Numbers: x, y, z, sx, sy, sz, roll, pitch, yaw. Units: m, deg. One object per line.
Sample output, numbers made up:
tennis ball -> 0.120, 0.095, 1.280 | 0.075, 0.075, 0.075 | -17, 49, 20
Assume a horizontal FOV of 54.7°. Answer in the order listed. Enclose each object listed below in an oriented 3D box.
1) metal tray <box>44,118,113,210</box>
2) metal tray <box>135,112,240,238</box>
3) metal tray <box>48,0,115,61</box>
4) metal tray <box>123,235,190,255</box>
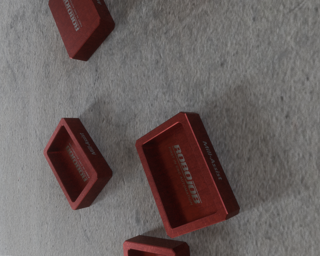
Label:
metal tray -> -0.140, 0.057, 0.513 | 0.130, 0.030, 0.090 | 52, 120, 27
metal tray -> 0.028, 0.056, 0.376 | 0.090, 0.030, 0.130 | -33, 70, 34
metal tray -> -0.132, -0.187, 0.507 | 0.090, 0.030, 0.130 | -38, 67, 33
metal tray -> -0.002, 0.212, 0.401 | 0.090, 0.030, 0.129 | -8, 85, 39
